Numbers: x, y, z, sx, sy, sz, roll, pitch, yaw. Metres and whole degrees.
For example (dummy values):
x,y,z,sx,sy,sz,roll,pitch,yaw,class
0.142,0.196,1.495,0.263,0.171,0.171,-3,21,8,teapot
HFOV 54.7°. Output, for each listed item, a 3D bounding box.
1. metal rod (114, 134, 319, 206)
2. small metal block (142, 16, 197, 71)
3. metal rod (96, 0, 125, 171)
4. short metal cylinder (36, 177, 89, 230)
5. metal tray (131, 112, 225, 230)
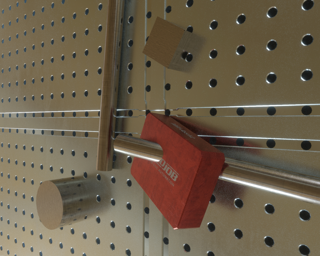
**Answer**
x,y,z,sx,sy,sz,roll,pitch,yaw,class
0.073,0.044,0.325,0.300,0.025,0.025,11,97,32,metal rod
0.011,-0.108,0.398,0.050,0.025,0.050,39,113,33,small metal block
-0.073,-0.084,0.467,0.025,0.025,0.298,8,95,39,metal rod
-0.166,0.126,0.527,0.080,0.050,0.079,0,90,39,short metal cylinder
0.013,0.044,0.365,0.130,0.030,0.089,38,115,55,metal tray
